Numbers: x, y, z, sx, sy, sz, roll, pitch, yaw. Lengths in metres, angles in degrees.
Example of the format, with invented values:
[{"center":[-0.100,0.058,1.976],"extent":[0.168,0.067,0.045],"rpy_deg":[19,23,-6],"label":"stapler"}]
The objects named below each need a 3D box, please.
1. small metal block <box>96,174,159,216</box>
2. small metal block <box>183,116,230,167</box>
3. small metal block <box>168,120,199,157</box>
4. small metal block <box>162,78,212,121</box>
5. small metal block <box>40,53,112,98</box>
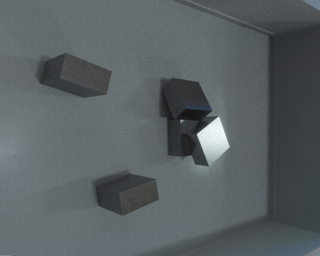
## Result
[{"center":[-0.038,0.075,0.359],"extent":[0.050,0.050,0.025],"rpy_deg":[-14,100,-39],"label":"small metal block"},{"center":[0.065,0.017,0.429],"extent":[0.050,0.025,0.050],"rpy_deg":[-36,113,-34],"label":"small metal block"},{"center":[0.039,0.013,0.439],"extent":[0.050,0.025,0.050],"rpy_deg":[-3,92,-40],"label":"small metal block"},{"center":[0.037,-0.038,0.422],"extent":[0.050,0.025,0.050],"rpy_deg":[1,57,-40],"label":"small metal block"},{"center":[-0.086,-0.052,0.318],"extent":[0.050,0.050,0.025],"rpy_deg":[17,79,-39],"label":"small metal block"}]
